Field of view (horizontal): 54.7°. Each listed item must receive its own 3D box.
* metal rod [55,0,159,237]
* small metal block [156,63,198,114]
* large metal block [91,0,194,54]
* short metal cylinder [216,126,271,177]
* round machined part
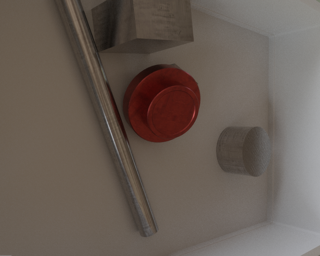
[{"bbox_3d":[-0.057,-0.006,0.360,0.025,0.025,0.298,-28,108,-37],"label":"metal rod"},{"bbox_3d":[0.020,-0.052,0.426,0.050,0.025,0.050,34,69,-35],"label":"small metal block"},{"bbox_3d":[-0.020,-0.118,0.355,0.081,0.080,0.050,-10,97,-40],"label":"large metal block"},{"bbox_3d":[0.138,0.037,0.509,0.081,0.050,0.079,0,90,-40],"label":"short metal cylinder"},{"bbox_3d":[0.008,-0.025,0.379,0.099,0.042,0.097,-12,118,-22],"label":"round machined part"}]
